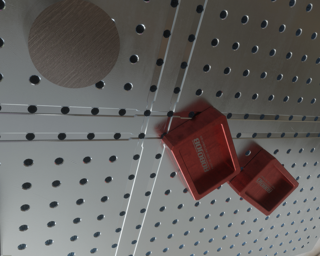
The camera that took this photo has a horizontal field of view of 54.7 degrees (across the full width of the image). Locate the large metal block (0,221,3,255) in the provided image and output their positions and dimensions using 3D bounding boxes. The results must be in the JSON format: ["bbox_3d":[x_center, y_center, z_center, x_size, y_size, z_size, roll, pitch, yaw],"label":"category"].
[{"bbox_3d":[-0.224,0.157,0.350,0.081,0.080,0.050,-4,120,-27],"label":"large metal block"}]

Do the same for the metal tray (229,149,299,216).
[{"bbox_3d":[0.198,0.106,0.581,0.090,0.030,0.130,-48,129,5],"label":"metal tray"}]

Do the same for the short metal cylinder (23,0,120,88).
[{"bbox_3d":[-0.085,-0.084,0.296,0.081,0.050,0.079,-14,124,-21],"label":"short metal cylinder"}]

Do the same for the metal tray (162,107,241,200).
[{"bbox_3d":[0.067,0.042,0.470,0.090,0.030,0.130,-32,129,-8],"label":"metal tray"}]
